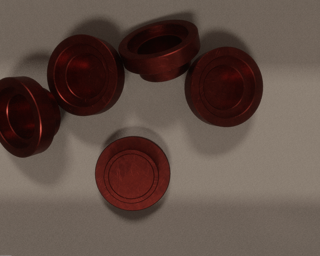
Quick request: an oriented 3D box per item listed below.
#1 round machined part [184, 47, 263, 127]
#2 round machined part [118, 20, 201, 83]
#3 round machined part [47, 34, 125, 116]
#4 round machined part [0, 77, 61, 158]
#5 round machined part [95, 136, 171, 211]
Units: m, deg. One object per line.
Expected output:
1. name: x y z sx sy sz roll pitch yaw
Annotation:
1. round machined part: 0.077 -0.051 0.396 0.099 0.042 0.097 -1 95 -16
2. round machined part: 0.002 -0.093 0.385 0.099 0.098 0.042 -18 130 -1
3. round machined part: -0.089 -0.065 0.392 0.098 0.042 0.097 2 97 19
4. round machined part: -0.163 -0.016 0.386 0.098 0.042 0.097 8 105 30
5. round machined part: -0.035 0.060 0.403 0.099 0.042 0.097 0 90 -1
